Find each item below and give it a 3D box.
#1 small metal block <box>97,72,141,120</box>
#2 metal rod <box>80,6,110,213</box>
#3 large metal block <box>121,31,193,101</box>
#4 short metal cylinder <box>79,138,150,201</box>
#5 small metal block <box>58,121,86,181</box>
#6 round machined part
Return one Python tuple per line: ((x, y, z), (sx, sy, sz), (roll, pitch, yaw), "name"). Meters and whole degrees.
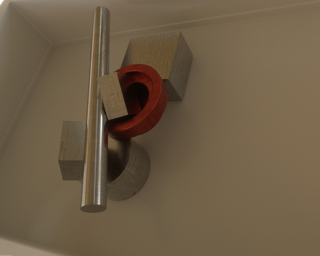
((-0.047, -0.038, 0.373), (0.025, 0.050, 0.050), (-15, 90, 16), "small metal block")
((-0.076, -0.047, 0.381), (0.025, 0.025, 0.299), (-17, 55, 18), "metal rod")
((-0.006, -0.085, 0.440), (0.080, 0.050, 0.080), (0, 62, 28), "large metal block")
((-0.059, 0.045, 0.390), (0.080, 0.050, 0.080), (-13, 56, 20), "short metal cylinder")
((-0.098, 0.027, 0.354), (0.025, 0.050, 0.050), (2, 56, -10), "small metal block")
((-0.034, -0.029, 0.390), (0.098, 0.042, 0.098), (-13, 56, 20), "round machined part")
